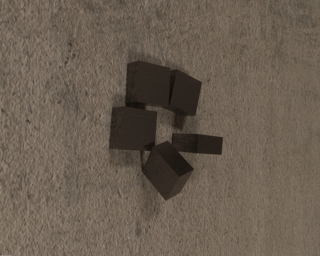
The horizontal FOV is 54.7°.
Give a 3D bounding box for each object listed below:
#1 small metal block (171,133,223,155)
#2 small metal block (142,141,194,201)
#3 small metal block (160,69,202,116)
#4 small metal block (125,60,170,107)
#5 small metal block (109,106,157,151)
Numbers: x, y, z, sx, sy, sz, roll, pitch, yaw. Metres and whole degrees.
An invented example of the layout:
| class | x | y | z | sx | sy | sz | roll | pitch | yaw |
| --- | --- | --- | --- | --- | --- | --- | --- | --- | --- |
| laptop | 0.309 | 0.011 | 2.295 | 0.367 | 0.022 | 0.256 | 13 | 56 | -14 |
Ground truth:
| class | x | y | z | sx | sy | sz | roll | pitch | yaw |
| --- | --- | --- | --- | --- | --- | --- | --- | --- | --- |
| small metal block | 0.052 | 0.022 | 0.434 | 0.050 | 0.050 | 0.025 | 8 | 85 | -40 |
| small metal block | 0.008 | 0.053 | 0.384 | 0.025 | 0.050 | 0.050 | -20 | 146 | -39 |
| small metal block | 0.028 | -0.048 | 0.431 | 0.050 | 0.025 | 0.050 | 20 | 78 | -39 |
| small metal block | -0.015 | -0.055 | 0.394 | 0.050 | 0.025 | 0.050 | 4 | 88 | -40 |
| small metal block | -0.032 | 0.002 | 0.380 | 0.050 | 0.025 | 0.050 | 7 | 86 | -40 |
